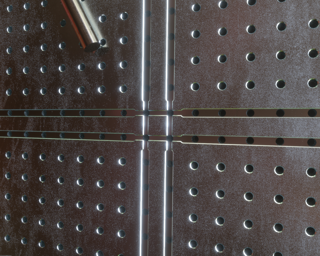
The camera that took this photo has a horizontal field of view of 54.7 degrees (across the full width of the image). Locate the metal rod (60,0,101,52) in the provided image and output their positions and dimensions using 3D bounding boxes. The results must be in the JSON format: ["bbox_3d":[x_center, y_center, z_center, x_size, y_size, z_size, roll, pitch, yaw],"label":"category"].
[{"bbox_3d":[-0.164,-0.248,0.470,0.025,0.025,0.299,-30,81,17],"label":"metal rod"}]
